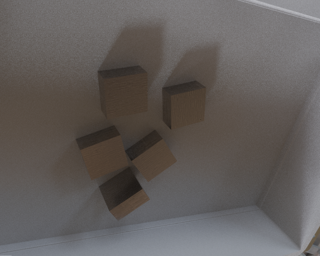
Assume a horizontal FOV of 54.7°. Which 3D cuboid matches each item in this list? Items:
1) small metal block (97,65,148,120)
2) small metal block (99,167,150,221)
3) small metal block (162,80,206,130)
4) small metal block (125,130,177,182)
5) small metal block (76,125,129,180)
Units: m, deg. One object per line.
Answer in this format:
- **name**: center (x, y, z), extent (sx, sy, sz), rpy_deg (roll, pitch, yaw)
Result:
- **small metal block**: center (-0.043, -0.042, 0.361), extent (0.050, 0.025, 0.050), rpy_deg (-13, 124, -22)
- **small metal block**: center (-0.049, 0.088, 0.422), extent (0.050, 0.050, 0.025), rpy_deg (-33, 129, -7)
- **small metal block**: center (0.031, -0.031, 0.409), extent (0.050, 0.025, 0.050), rpy_deg (-15, 125, -20)
- **small metal block**: center (-0.012, 0.039, 0.428), extent (0.050, 0.025, 0.050), rpy_deg (-36, 129, -5)
- **small metal block**: center (-0.072, 0.031, 0.390), extent (0.050, 0.025, 0.050), rpy_deg (-21, 127, -16)
